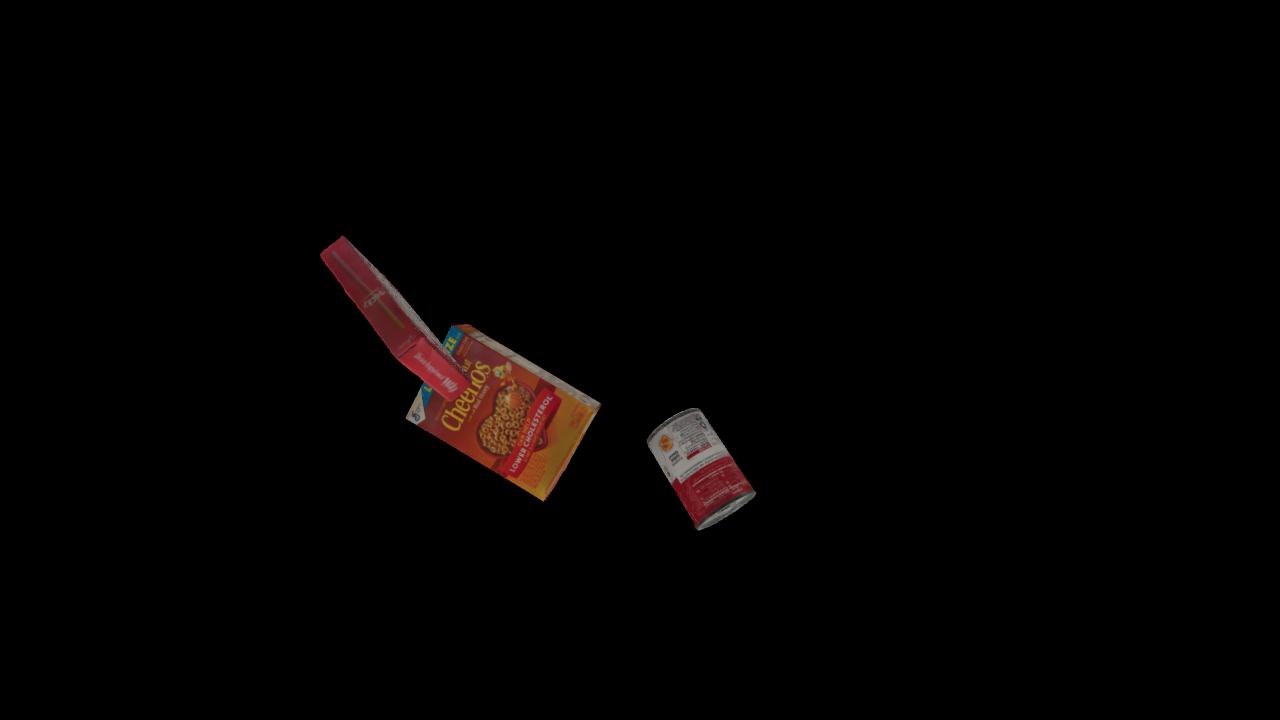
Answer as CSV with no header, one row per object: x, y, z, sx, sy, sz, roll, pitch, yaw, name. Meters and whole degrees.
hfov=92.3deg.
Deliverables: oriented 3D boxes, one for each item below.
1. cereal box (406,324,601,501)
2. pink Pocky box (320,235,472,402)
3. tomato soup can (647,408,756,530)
-0.253,0.094,1.139,0.306,0.203,0.081,31,10,2,cereal box
-0.210,-0.036,0.528,0.155,0.029,0.084,43,-10,28,pink Pocky box
0.059,0.106,0.609,0.068,0.101,0.068,-27,-23,-13,tomato soup can
